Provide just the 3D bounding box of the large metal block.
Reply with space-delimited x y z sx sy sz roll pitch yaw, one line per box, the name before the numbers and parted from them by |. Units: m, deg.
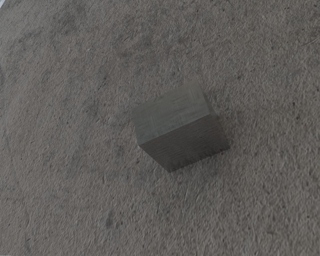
large metal block | 0.025 0.001 0.355 0.080 0.080 0.050 -24 53 13
